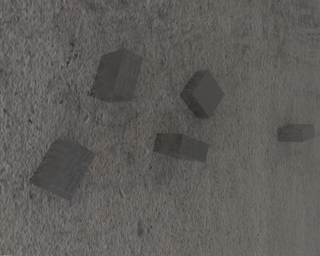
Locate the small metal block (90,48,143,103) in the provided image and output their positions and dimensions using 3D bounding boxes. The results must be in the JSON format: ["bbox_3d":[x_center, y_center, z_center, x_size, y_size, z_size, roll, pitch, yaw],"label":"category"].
[{"bbox_3d":[-0.049,-0.057,0.347,0.025,0.050,0.050,22,76,-38],"label":"small metal block"}]

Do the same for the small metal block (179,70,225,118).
[{"bbox_3d":[0.063,-0.049,0.457,0.050,0.025,0.050,50,61,-29],"label":"small metal block"}]

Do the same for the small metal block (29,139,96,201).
[{"bbox_3d":[-0.097,0.040,0.307,0.025,0.050,0.050,39,66,-33],"label":"small metal block"}]

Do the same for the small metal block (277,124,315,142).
[{"bbox_3d":[0.269,0.009,0.614,0.050,0.050,0.025,-15,100,-39],"label":"small metal block"}]

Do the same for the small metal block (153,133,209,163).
[{"bbox_3d":[0.028,0.026,0.411,0.050,0.050,0.025,21,77,-38],"label":"small metal block"}]
